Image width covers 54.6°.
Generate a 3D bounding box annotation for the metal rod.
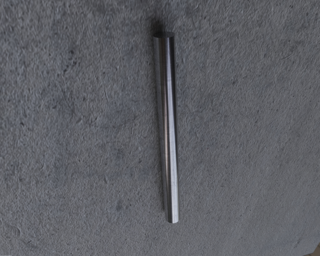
[{"bbox_3d":[0.013,0.021,0.425,0.025,0.025,0.298,-17,125,-19],"label":"metal rod"}]
